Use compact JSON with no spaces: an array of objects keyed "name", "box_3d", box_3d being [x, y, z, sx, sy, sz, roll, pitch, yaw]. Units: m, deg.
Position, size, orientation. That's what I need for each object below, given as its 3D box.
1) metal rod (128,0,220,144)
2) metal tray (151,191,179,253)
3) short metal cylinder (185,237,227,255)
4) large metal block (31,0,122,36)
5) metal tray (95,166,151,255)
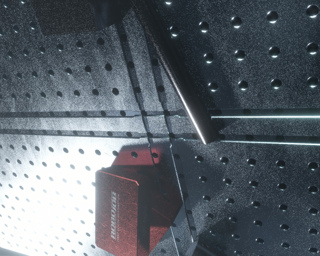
[{"name":"metal rod","box_3d":[-0.006,-0.113,0.344,0.025,0.025,0.299,-17,110,35]},{"name":"metal tray","box_3d":[-0.034,0.157,0.523,0.090,0.030,0.129,32,129,7]},{"name":"short metal cylinder","box_3d":[0.061,0.218,0.478,0.050,0.080,0.079,30,128,9]},{"name":"large metal block","box_3d":[-0.099,-0.154,0.352,0.080,0.050,0.079,3,120,26]},{"name":"metal tray","box_3d":[-0.059,0.133,0.482,0.090,0.030,0.129,8,101,35]}]
